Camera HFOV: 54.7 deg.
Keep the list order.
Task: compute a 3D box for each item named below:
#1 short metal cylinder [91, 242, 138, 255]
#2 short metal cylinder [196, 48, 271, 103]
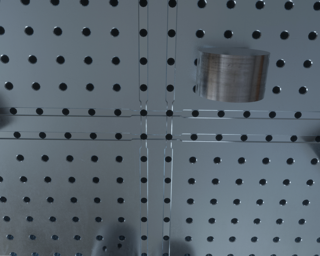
[{"bbox_3d":[-0.074,0.227,0.483,0.081,0.050,0.079,0,110,0],"label":"short metal cylinder"},{"bbox_3d":[0.083,-0.064,0.361,0.081,0.080,0.050,1,110,-1],"label":"short metal cylinder"}]
